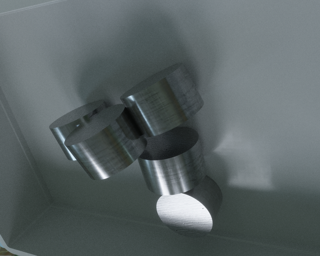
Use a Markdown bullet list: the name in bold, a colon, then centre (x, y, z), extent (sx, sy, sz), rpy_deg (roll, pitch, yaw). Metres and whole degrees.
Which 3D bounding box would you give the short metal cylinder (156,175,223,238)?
- **short metal cylinder**: centre (0.042, 0.106, 0.436), extent (0.080, 0.050, 0.079), rpy_deg (13, 124, 21)

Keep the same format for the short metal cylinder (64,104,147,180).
- **short metal cylinder**: centre (-0.062, 0.015, 0.362), extent (0.080, 0.080, 0.050), rpy_deg (-16, 116, 34)

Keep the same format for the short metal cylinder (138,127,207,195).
- **short metal cylinder**: centre (0.014, 0.039, 0.390), extent (0.080, 0.080, 0.050), rpy_deg (-2, 118, 29)

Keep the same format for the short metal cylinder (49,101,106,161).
- **short metal cylinder**: centre (-0.103, 0.002, 0.429), extent (0.080, 0.080, 0.050), rpy_deg (-12, 112, 33)

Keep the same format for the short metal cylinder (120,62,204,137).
- **short metal cylinder**: centre (0.002, -0.033, 0.352), extent (0.080, 0.080, 0.050), rpy_deg (-19, 108, 35)
